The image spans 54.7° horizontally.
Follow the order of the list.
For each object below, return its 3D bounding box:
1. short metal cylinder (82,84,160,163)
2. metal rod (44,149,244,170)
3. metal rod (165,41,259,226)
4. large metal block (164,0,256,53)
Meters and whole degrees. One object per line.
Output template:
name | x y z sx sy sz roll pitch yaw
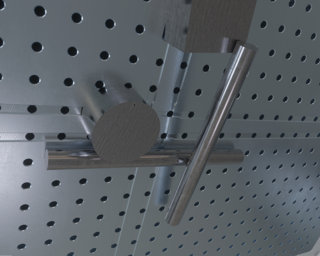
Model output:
short metal cylinder | -0.047 -0.005 0.366 0.081 0.050 0.079 -14 124 -21
metal rod | -0.001 0.042 0.436 0.303 0.025 0.025 2 117 -30
metal rod | 0.058 0.029 0.420 0.025 0.025 0.298 -2 128 -28
large metal block | 0.056 -0.130 0.345 0.081 0.050 0.079 -6 121 -25
